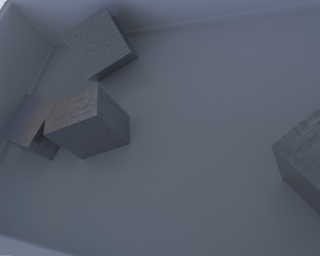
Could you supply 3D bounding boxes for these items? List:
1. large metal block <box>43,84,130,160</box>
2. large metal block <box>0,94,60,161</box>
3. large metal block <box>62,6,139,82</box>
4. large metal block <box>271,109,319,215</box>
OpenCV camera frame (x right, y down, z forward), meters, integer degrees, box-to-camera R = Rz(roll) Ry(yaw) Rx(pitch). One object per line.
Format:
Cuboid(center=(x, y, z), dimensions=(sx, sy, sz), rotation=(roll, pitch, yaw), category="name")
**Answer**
Cuboid(center=(-0.097, -0.005, 0.425), dimensions=(0.080, 0.080, 0.050), rotation=(-19, 55, 17), category="large metal block")
Cuboid(center=(-0.194, -0.003, 0.493), dimensions=(0.080, 0.050, 0.080), rotation=(13, 68, 33), category="large metal block")
Cuboid(center=(-0.094, -0.130, 0.495), dimensions=(0.080, 0.050, 0.080), rotation=(-30, 89, 9), category="large metal block")
Cuboid(center=(0.149, 0.043, 0.266), dimensions=(0.050, 0.080, 0.080), rotation=(-39, 51, 2), category="large metal block")
